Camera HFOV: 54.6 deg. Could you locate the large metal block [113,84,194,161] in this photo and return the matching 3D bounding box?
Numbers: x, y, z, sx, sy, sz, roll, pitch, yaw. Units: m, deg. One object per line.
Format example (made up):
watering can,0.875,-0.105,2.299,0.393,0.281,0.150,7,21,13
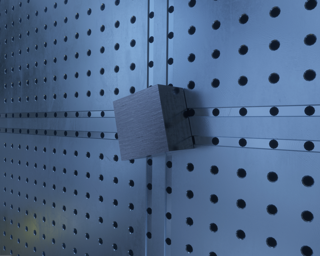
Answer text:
large metal block,-0.010,-0.005,0.401,0.080,0.050,0.080,-15,81,39
